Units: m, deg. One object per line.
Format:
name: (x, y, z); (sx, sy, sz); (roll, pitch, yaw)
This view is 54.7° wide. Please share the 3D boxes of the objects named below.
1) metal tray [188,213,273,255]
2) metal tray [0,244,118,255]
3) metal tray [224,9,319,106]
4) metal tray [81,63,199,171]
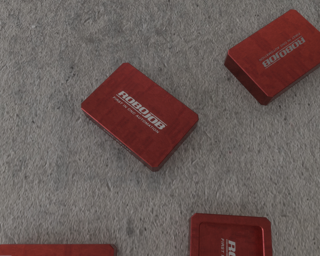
metal tray: (0.077, 0.165, 0.345); (0.091, 0.030, 0.130); (4, 70, 1)
metal tray: (-0.116, 0.175, 0.340); (0.131, 0.030, 0.090); (0, 70, 0)
metal tray: (0.171, -0.103, 0.444); (0.131, 0.030, 0.090); (-34, 74, -12)
metal tray: (-0.026, -0.016, 0.411); (0.130, 0.030, 0.090); (38, 74, 12)
